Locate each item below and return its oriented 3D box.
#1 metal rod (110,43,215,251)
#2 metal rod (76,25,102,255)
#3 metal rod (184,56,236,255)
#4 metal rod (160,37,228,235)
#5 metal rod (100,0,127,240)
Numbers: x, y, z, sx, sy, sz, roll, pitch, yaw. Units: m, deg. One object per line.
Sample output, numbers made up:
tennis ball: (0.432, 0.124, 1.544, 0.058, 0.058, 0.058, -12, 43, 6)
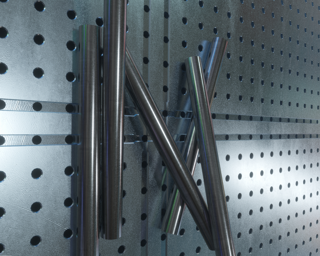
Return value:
metal rod: (0.013, 0.032, 0.398, 0.025, 0.025, 0.299, -36, 105, -34)
metal rod: (-0.079, 0.038, 0.344, 0.025, 0.025, 0.298, 1, 90, -40)
metal rod: (0.068, 0.045, 0.420, 0.025, 0.025, 0.299, 3, 73, -40)
metal rod: (0.054, 0.003, 0.456, 0.025, 0.025, 0.299, 27, 73, -37)
metal rod: (-0.052, -0.023, 0.348, 0.025, 0.025, 0.298, -3, 98, -40)
